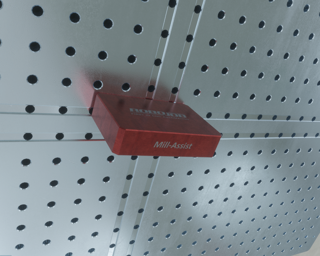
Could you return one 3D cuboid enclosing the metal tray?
[{"bbox_3d":[-0.004,-0.003,0.366,0.131,0.090,0.030,5,116,-31],"label":"metal tray"}]
